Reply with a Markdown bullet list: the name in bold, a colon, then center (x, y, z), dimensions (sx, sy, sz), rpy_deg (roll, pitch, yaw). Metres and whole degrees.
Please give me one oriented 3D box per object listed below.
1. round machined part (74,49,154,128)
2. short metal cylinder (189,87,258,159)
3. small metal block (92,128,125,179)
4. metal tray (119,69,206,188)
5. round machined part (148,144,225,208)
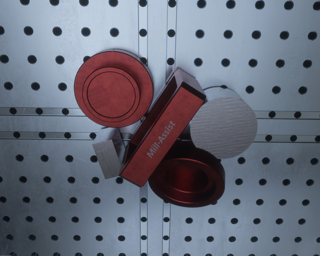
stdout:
- **round machined part**: center (-0.057, -0.045, 0.382), dimensions (0.099, 0.042, 0.097), rpy_deg (0, 110, 0)
- **short metal cylinder**: center (0.076, -0.007, 0.394), dimensions (0.081, 0.050, 0.079), rpy_deg (0, 110, 0)
- **small metal block**: center (-0.064, 0.031, 0.406), dimensions (0.025, 0.050, 0.050), rpy_deg (-14, 110, 5)
- **metal tray**: center (0.001, -0.003, 0.373), dimensions (0.030, 0.090, 0.129), rpy_deg (31, 107, -11)
- **round machined part**: center (0.037, 0.059, 0.410), dimensions (0.098, 0.042, 0.097), rpy_deg (7, 132, 8)
